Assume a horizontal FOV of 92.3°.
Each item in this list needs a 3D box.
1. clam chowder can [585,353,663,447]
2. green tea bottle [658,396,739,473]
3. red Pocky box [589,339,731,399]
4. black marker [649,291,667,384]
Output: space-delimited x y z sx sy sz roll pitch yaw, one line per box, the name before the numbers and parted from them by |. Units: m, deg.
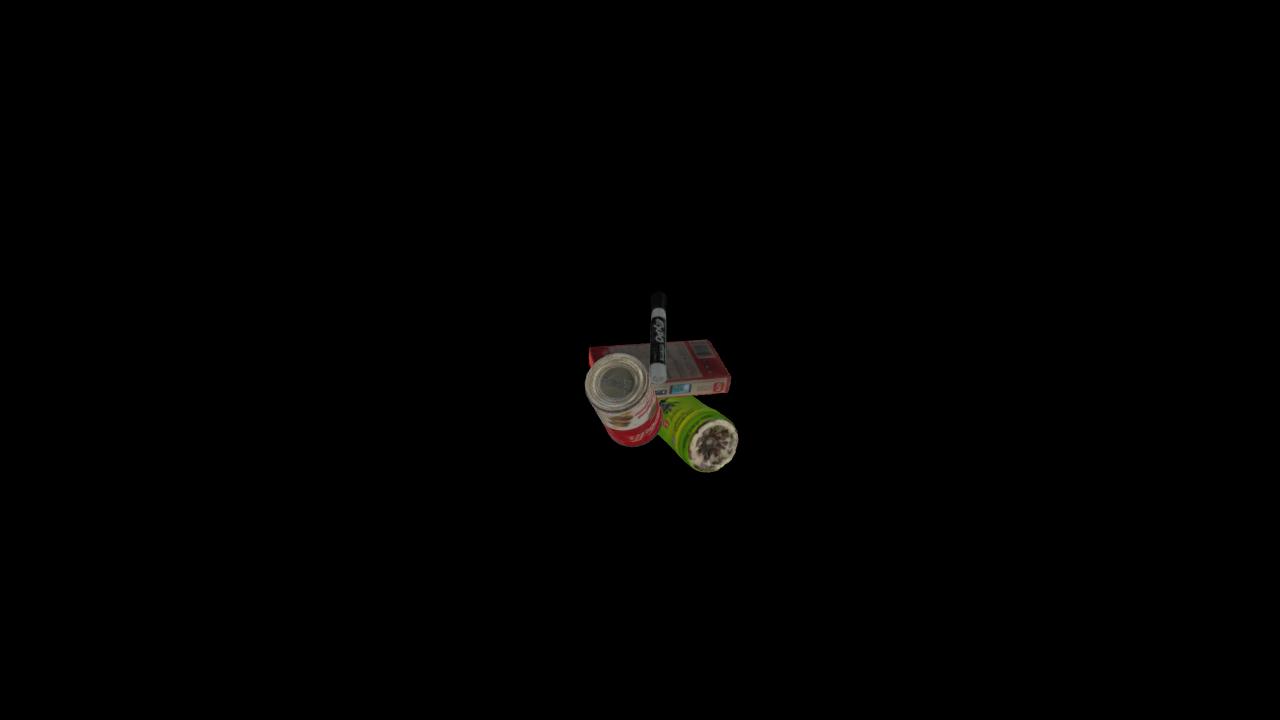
clam chowder can | -0.016 0.044 0.655 0.068 0.068 0.102 0 -28 12
green tea bottle | 0.038 0.065 0.767 0.073 0.073 0.212 0 16 -28
red Pocky box | 0.021 0.011 0.728 0.155 0.028 0.083 -4 36 -14
black marker | 0.020 -0.028 0.675 0.020 0.121 0.020 1 -36 1
